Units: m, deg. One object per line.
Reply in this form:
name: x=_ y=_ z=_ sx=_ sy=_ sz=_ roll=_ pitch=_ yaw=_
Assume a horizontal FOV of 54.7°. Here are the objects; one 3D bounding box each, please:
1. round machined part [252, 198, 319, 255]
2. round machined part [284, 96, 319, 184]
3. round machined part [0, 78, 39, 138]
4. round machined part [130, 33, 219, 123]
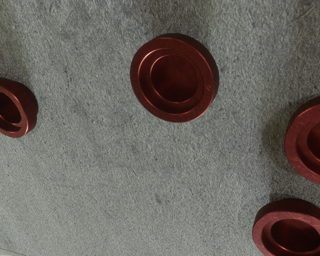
round machined part: x=0.169 y=0.127 z=0.385 sx=0.098 sy=0.042 sz=0.097 roll=13 pitch=124 yaw=21
round machined part: x=0.178 y=0.009 z=0.307 sx=0.098 sy=0.042 sz=0.097 roll=13 pitch=124 yaw=21
round machined part: x=-0.237 y=-0.036 z=0.498 sx=0.098 sy=0.042 sz=0.097 roll=13 pitch=124 yaw=19
round machined part: x=0.019 y=-0.058 z=0.350 sx=0.098 sy=0.042 sz=0.097 roll=13 pitch=124 yaw=21
